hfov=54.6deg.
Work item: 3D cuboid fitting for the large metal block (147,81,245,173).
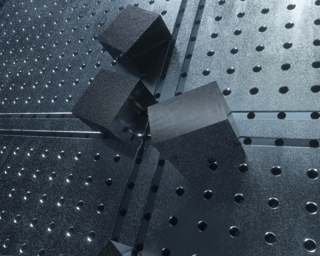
[{"bbox_3d":[0.042,0.003,0.350,0.080,0.080,0.050,-20,54,16],"label":"large metal block"}]

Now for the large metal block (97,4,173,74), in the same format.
[{"bbox_3d":[-0.041,-0.146,0.505,0.080,0.050,0.080,34,81,38],"label":"large metal block"}]

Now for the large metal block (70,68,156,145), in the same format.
[{"bbox_3d":[-0.067,-0.033,0.449,0.080,0.050,0.080,21,73,36],"label":"large metal block"}]

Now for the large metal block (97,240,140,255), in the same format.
[{"bbox_3d":[-0.041,0.174,0.308,0.080,0.050,0.080,-50,51,-7],"label":"large metal block"}]
